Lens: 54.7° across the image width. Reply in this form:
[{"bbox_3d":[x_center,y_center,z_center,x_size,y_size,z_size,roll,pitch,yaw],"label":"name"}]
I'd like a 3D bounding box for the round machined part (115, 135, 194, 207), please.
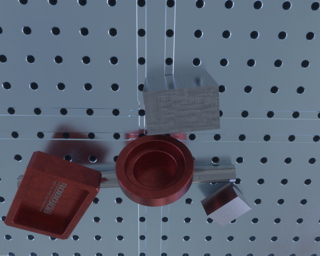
[{"bbox_3d":[-0.006,0.058,0.403,0.099,0.098,0.042,-3,138,0],"label":"round machined part"}]

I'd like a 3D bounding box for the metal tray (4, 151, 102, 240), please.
[{"bbox_3d":[-0.146,0.096,0.418,0.091,0.030,0.129,23,124,-19],"label":"metal tray"}]

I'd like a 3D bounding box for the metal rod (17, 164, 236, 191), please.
[{"bbox_3d":[-0.046,0.071,0.439,0.302,0.025,0.025,-3,110,0],"label":"metal rod"}]

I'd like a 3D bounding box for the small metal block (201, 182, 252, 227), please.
[{"bbox_3d":[0.095,0.111,0.446,0.050,0.025,0.050,-37,132,12],"label":"small metal block"}]

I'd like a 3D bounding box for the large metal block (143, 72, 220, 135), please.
[{"bbox_3d":[0.024,-0.032,0.373,0.080,0.080,0.050,-5,110,1],"label":"large metal block"}]
